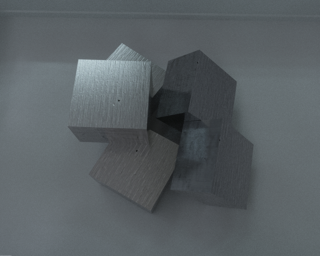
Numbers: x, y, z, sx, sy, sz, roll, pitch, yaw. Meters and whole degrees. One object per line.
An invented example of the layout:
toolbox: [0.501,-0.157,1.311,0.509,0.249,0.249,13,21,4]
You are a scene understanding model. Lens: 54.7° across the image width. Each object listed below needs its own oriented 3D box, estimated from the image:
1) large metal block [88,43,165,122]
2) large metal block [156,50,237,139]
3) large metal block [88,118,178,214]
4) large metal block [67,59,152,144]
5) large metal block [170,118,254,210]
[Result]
large metal block: [-0.042,-0.052,0.414,0.080,0.050,0.080,34,73,11]
large metal block: [0.048,-0.036,0.386,0.080,0.050,0.080,28,64,-38]
large metal block: [-0.025,0.046,0.374,0.080,0.050,0.080,28,72,9]
large metal block: [-0.051,-0.028,0.350,0.081,0.050,0.080,2,69,1]
large metal block: [0.063,0.043,0.357,0.050,0.080,0.080,-5,64,40]
